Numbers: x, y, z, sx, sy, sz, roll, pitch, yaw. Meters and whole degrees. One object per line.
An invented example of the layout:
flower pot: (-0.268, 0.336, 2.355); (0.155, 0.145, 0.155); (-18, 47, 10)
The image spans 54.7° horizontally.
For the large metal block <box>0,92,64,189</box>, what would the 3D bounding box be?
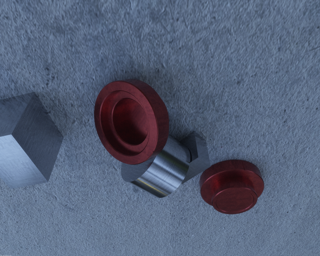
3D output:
large metal block: (-0.169, 0.015, 0.381); (0.050, 0.080, 0.080); (-12, 129, 9)

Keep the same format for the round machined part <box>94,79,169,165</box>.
round machined part: (-0.029, -0.009, 0.366); (0.098, 0.042, 0.097); (12, 110, 35)

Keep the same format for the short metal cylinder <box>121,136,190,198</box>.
short metal cylinder: (-0.006, 0.045, 0.409); (0.050, 0.080, 0.080); (35, 122, -27)

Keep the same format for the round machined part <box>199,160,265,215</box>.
round machined part: (0.112, 0.097, 0.481); (0.099, 0.042, 0.097); (-1, 130, 0)

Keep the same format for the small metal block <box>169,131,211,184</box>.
small metal block: (0.039, 0.041, 0.426); (0.050, 0.050, 0.025); (-37, 122, 27)
